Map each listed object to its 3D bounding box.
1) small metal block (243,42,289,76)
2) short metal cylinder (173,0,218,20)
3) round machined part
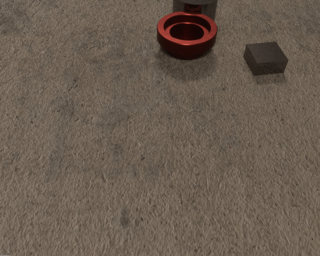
[{"bbox_3d":[0.170,-0.112,0.500,0.050,0.025,0.050,-7,50,-6],"label":"small metal block"},{"bbox_3d":[0.064,-0.222,0.571,0.081,0.050,0.080,1,47,-1],"label":"short metal cylinder"},{"bbox_3d":[0.044,-0.151,0.520,0.099,0.042,0.098,0,50,0],"label":"round machined part"}]
